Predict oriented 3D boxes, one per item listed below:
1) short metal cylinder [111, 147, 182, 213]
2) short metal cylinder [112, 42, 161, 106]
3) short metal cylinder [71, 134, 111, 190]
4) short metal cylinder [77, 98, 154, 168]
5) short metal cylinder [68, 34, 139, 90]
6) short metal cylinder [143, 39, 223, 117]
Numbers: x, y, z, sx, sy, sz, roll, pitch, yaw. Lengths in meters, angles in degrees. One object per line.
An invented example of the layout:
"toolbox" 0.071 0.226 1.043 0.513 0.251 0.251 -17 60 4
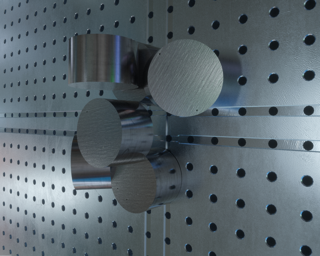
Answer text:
"short metal cylinder" -0.019 0.067 0.408 0.080 0.050 0.079 1 91 39
"short metal cylinder" -0.021 -0.069 0.410 0.080 0.050 0.079 1 91 40
"short metal cylinder" -0.093 0.047 0.444 0.050 0.080 0.080 -2 89 -4
"short metal cylinder" -0.055 0.006 0.372 0.080 0.050 0.079 0 90 40
"short metal cylinder" -0.065 -0.073 0.360 0.080 0.081 0.050 1 91 40
"short metal cylinder" 0.023 -0.055 0.345 0.050 0.081 0.079 -138 56 -78
